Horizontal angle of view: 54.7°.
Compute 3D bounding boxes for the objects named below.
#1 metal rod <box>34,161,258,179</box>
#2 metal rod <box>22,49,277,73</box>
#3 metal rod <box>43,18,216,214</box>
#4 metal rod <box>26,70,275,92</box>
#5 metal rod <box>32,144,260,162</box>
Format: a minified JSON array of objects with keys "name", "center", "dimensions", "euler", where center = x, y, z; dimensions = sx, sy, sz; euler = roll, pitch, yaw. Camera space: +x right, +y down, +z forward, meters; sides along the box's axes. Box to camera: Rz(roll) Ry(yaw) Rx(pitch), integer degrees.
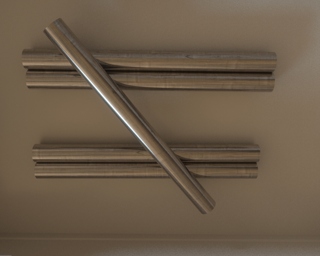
[{"name":"metal rod","center":[-0.018,0.058,0.430],"dimensions":[0.302,0.025,0.025],"euler":[0,110,-1]},{"name":"metal rod","center":[-0.012,-0.082,0.379],"dimensions":[0.302,0.025,0.025],"euler":[1,110,-1]},{"name":"metal rod","center":[-0.026,-0.003,0.382],"dimensions":[0.025,0.025,0.300],"euler":[-36,106,12]},{"name":"metal rod","center":[-0.011,-0.059,0.387],"dimensions":[0.302,0.025,0.025],"euler":[1,110,-1]},{"name":"metal rod","center":[-0.018,0.034,0.422],"dimensions":[0.302,0.025,0.025],"euler":[0,110,-1]}]
